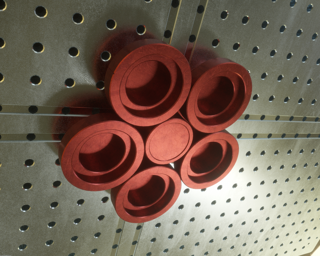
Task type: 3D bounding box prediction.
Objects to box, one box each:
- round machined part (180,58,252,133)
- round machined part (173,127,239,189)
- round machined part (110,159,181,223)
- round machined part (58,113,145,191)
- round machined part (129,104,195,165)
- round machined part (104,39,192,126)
[{"bbox_3d":[0.068,-0.045,0.408,0.099,0.042,0.097,-14,124,-21],"label":"round machined part"},{"bbox_3d":[0.063,0.039,0.458,0.099,0.042,0.097,-14,124,-21],"label":"round machined part"},{"bbox_3d":[-0.023,0.083,0.437,0.099,0.042,0.097,-14,124,-21],"label":"round machined part"},{"bbox_3d":[-0.072,0.025,0.375,0.099,0.042,0.097,-14,124,-21],"label":"round machined part"},{"bbox_3d":[0.004,0.009,0.406,0.099,0.042,0.097,-14,124,-21],"label":"round machined part"},{"bbox_3d":[-0.017,-0.054,0.357,0.099,0.042,0.097,-14,124,-21],"label":"round machined part"}]
